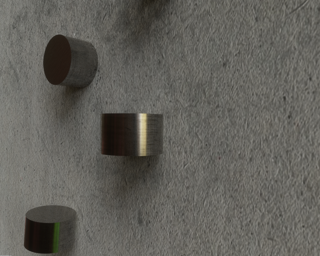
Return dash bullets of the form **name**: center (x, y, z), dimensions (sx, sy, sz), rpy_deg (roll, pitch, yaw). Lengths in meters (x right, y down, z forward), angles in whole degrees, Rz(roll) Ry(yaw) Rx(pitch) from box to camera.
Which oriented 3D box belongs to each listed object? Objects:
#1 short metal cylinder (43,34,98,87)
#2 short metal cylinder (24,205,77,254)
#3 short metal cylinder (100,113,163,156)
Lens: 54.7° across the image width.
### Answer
- **short metal cylinder**: center (-0.148, -0.108, 0.511), dimensions (0.080, 0.050, 0.080), rpy_deg (0, 90, 40)
- **short metal cylinder**: center (-0.184, 0.168, 0.522), dimensions (0.080, 0.081, 0.050), rpy_deg (9, 96, 39)
- **short metal cylinder**: center (-0.036, 0.007, 0.399), dimensions (0.080, 0.081, 0.050), rpy_deg (1, 91, 40)
